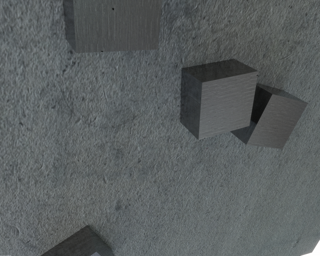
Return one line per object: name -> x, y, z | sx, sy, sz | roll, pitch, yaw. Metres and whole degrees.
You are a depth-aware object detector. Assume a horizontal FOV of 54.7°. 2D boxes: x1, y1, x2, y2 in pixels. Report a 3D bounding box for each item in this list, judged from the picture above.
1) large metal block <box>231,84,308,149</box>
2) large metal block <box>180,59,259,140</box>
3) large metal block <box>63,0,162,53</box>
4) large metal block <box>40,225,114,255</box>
large metal block -> 0.160, -0.018, 0.467 | 0.081, 0.050, 0.079 | 8, 115, -32
large metal block -> 0.075, -0.039, 0.407 | 0.081, 0.050, 0.079 | -14, 125, -21
large metal block -> -0.046, -0.119, 0.292 | 0.081, 0.050, 0.079 | -9, 123, -24
large metal block -> -0.115, 0.203, 0.453 | 0.080, 0.050, 0.080 | -32, 129, -7
